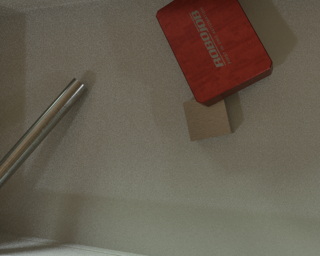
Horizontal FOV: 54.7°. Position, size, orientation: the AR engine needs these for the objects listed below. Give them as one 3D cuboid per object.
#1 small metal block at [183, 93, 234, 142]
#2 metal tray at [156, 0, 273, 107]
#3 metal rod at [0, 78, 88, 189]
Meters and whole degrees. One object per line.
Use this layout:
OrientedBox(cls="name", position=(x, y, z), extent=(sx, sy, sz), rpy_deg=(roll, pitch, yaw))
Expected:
OrientedBox(cls="small metal block", position=(0.061, -0.013, 0.389), extent=(0.050, 0.025, 0.050), rpy_deg=(-13, 86, 19))
OrientedBox(cls="metal tray", position=(0.062, -0.102, 0.365), extent=(0.090, 0.030, 0.130), rpy_deg=(-28, 76, 17))
OrientedBox(cls="metal rod", position=(-0.209, 0.050, 0.433), extent=(0.025, 0.025, 0.300), rpy_deg=(37, 83, 16))
